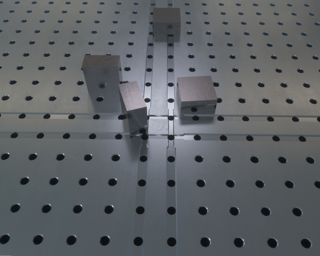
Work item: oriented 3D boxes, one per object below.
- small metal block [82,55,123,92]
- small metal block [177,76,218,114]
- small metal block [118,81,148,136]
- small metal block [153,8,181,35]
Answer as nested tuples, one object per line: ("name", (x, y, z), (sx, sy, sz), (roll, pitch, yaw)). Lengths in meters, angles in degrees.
("small metal block", (-0.083, -0.080, 0.458), (0.050, 0.050, 0.025), (1, 50, 0))
("small metal block", (0.052, -0.049, 0.449), (0.050, 0.025, 0.050), (-3, 50, -3))
("small metal block", (-0.036, -0.026, 0.413), (0.025, 0.050, 0.050), (-14, 51, -11))
("small metal block", (0.012, -0.199, 0.575), (0.050, 0.025, 0.050), (0, 50, 0))
